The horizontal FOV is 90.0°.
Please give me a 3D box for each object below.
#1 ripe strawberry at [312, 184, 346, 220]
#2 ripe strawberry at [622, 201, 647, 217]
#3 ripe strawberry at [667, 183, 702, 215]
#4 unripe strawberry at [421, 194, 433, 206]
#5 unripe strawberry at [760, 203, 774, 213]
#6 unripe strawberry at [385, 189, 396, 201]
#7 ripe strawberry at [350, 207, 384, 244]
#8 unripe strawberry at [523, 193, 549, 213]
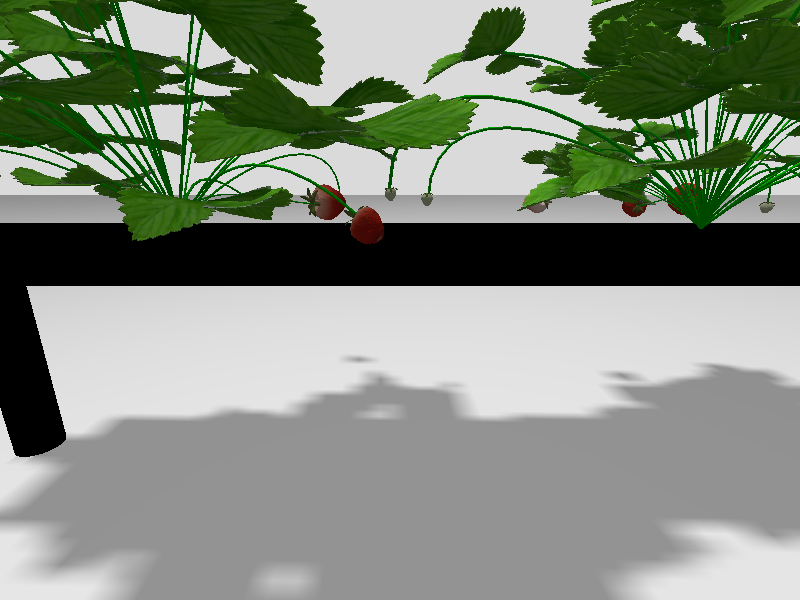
[{"bbox_3d":[-0.077,-0.107,0.441,0.039,0.038,0.036,-14,21,-41],"label":"ripe strawberry"},{"bbox_3d":[0.282,-0.115,0.485,0.027,0.028,0.029,2,16,8],"label":"ripe strawberry"},{"bbox_3d":[0.369,-0.130,0.519,0.038,0.040,0.041,9,13,29],"label":"ripe strawberry"},{"bbox_3d":[0.025,-0.092,0.370,0.011,0.011,0.010,2,16,7],"label":"unripe strawberry"},{"bbox_3d":[0.396,-0.099,0.432,0.010,0.011,0.011,-11,19,-33],"label":"unripe strawberry"},{"bbox_3d":[-0.008,-0.085,0.325,0.010,0.010,0.011,-1,16,-3],"label":"unripe strawberry"},{"bbox_3d":[-0.020,-0.045,0.247,0.022,0.022,0.020,44,32,13],"label":"ripe strawberry"},{"bbox_3d":[0.175,-0.127,0.516,0.033,0.029,0.030,-7,7,-24],"label":"unripe strawberry"}]
